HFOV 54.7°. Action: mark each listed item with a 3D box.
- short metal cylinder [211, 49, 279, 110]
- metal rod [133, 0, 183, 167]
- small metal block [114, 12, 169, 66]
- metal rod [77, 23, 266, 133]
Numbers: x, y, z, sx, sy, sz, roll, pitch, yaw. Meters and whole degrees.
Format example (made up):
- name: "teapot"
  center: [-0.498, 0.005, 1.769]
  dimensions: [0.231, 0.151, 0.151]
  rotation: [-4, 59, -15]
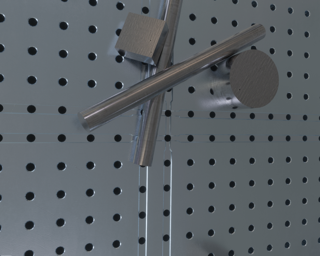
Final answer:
- name: "short metal cylinder"
  center: [0.121, -0.067, 0.444]
  dimensions: [0.081, 0.050, 0.079]
  rotation: [0, 90, -20]
- name: "metal rod"
  center: [0.004, -0.098, 0.414]
  dimensions: [0.025, 0.025, 0.298]
  rotation: [12, 86, -20]
- name: "small metal block"
  center: [-0.022, -0.113, 0.392]
  dimensions: [0.050, 0.025, 0.050]
  rotation: [19, 83, 14]
- name: "metal rod"
  center: [0.033, -0.076, 0.402]
  dimensions: [0.302, 0.025, 0.025]
  rotation: [-31, 101, -26]
